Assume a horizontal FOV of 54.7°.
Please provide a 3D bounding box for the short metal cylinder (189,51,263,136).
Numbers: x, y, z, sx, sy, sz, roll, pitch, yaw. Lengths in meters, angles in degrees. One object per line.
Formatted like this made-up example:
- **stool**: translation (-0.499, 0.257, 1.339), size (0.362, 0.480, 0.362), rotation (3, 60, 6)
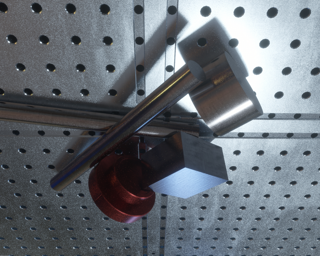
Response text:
- **short metal cylinder**: translation (0.072, -0.038, 0.345), size (0.050, 0.080, 0.080), rotation (-31, 124, 23)

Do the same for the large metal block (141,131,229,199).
- **large metal block**: translation (0.032, 0.054, 0.420), size (0.080, 0.050, 0.080), rotation (21, 140, -36)

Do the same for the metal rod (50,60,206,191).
- **metal rod**: translation (-0.061, 0.015, 0.390), size (0.025, 0.025, 0.299), rotation (33, 131, -25)

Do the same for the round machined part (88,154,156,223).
- **round machined part**: translation (-0.045, 0.077, 0.428), size (0.098, 0.098, 0.042), rotation (30, 124, -23)

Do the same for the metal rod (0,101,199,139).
- **metal rod**: translation (-0.099, -0.010, 0.401), size (0.302, 0.025, 0.025), rotation (7, 130, -6)
